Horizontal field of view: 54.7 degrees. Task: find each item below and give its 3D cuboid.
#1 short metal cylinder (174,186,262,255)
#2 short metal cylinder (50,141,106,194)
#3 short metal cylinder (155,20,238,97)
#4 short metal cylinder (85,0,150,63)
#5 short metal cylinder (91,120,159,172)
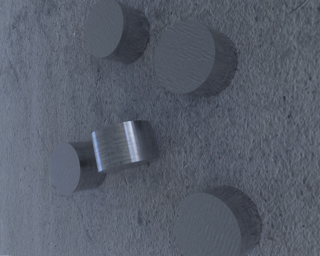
[{"bbox_3d":[0.062,0.106,0.337,0.080,0.050,0.080,0,90,40],"label":"short metal cylinder"},{"bbox_3d":[-0.131,0.062,0.497,0.080,0.050,0.080,0,90,40],"label":"short metal cylinder"},{"bbox_3d":[0.041,-0.077,0.355,0.080,0.050,0.080,0,90,40],"label":"short metal cylinder"},{"bbox_3d":[-0.061,-0.135,0.439,0.080,0.050,0.080,0,90,40],"label":"short metal cylinder"},{"bbox_3d":[-0.046,0.026,0.407,0.080,0.081,0.050,-22,76,38],"label":"short metal cylinder"}]
